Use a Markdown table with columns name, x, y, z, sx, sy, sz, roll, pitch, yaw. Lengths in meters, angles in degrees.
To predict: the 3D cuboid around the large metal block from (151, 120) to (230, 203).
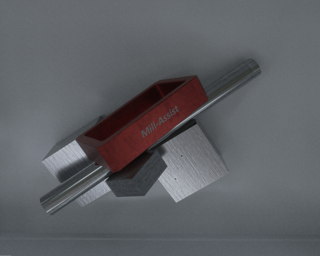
| name | x | y | z | sx | sy | sz | roll | pitch | yaw |
| --- | --- | --- | --- | --- | --- | --- | --- | --- | --- |
| large metal block | 0.033 | 0.038 | 0.411 | 0.080 | 0.050 | 0.080 | -32 | 107 | 10 |

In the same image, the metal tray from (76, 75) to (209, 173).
| name | x | y | z | sx | sy | sz | roll | pitch | yaw |
| --- | --- | --- | --- | --- | --- | --- | --- | --- | --- |
| metal tray | -0.021 | -0.010 | 0.343 | 0.131 | 0.090 | 0.030 | -38 | 110 | -21 |

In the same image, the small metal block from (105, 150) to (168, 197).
| name | x | y | z | sx | sy | sz | roll | pitch | yaw |
| --- | --- | --- | --- | --- | --- | --- | --- | --- | --- |
| small metal block | -0.028 | 0.054 | 0.364 | 0.050 | 0.050 | 0.025 | -14 | 114 | 44 |

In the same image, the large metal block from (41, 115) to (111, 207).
| name | x | y | z | sx | sy | sz | roll | pitch | yaw |
| --- | --- | --- | --- | --- | --- | --- | --- | --- | --- |
| large metal block | -0.091 | 0.043 | 0.409 | 0.080 | 0.050 | 0.080 | -32 | 107 | 10 |

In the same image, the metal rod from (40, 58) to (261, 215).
| name | x | y | z | sx | sy | sz | roll | pitch | yaw |
| --- | --- | --- | --- | --- | --- | --- | --- | --- | --- |
| metal rod | -0.007 | 0.007 | 0.373 | 0.301 | 0.025 | 0.025 | -34 | 108 | -5 |
